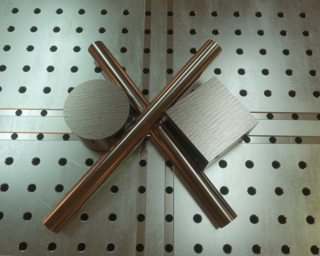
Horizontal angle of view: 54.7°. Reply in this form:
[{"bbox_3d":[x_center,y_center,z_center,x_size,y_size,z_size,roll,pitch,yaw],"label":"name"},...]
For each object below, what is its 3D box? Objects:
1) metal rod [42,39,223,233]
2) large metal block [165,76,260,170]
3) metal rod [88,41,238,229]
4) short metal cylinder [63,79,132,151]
[{"bbox_3d":[-0.029,0.005,0.383,0.025,0.025,0.300,41,83,13],"label":"metal rod"},{"bbox_3d":[0.063,-0.005,0.396,0.080,0.050,0.080,-37,74,-12],"label":"large metal block"},{"bbox_3d":[-0.006,-0.003,0.408,0.025,0.025,0.300,-34,74,-12],"label":"metal rod"},{"bbox_3d":[-0.077,-0.016,0.400,0.081,0.050,0.080,0,70,0],"label":"short metal cylinder"}]
